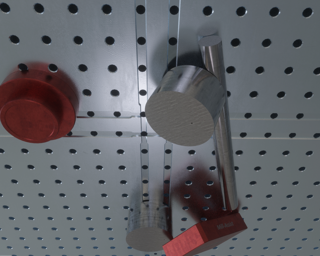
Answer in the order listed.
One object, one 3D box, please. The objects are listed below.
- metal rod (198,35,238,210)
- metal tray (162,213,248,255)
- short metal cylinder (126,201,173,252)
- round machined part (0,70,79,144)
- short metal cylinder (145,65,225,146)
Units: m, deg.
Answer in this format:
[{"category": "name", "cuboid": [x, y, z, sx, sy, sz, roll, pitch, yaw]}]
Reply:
[{"category": "metal rod", "cuboid": [0.086, 0.017, 0.426, 0.025, 0.025, 0.299, -10, 130, 8]}, {"category": "metal tray", "cuboid": [0.079, 0.185, 0.527, 0.131, 0.030, 0.090, 7, 138, -47]}, {"category": "short metal cylinder", "cuboid": [-0.017, 0.173, 0.543, 0.081, 0.050, 0.079, 0, 130, 0]}, {"category": "round machined part", "cuboid": [-0.154, -0.019, 0.383, 0.099, 0.042, 0.097, 0, 130, 0]}, {"category": "short metal cylinder", "cuboid": [0.030, -0.025, 0.357, 0.080, 0.050, 0.080, 16, 138, 15]}]
